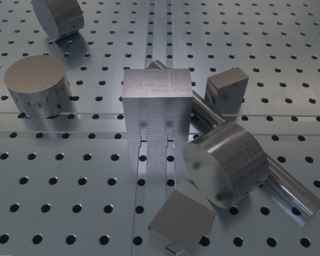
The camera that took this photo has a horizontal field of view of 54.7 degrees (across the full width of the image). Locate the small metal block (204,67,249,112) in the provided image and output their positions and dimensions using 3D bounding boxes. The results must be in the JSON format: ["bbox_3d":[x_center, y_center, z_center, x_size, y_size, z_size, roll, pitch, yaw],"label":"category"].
[{"bbox_3d":[0.092,-0.052,0.436,0.050,0.050,0.025,-21,53,-17],"label":"small metal block"}]

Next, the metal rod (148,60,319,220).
[{"bbox_3d":[0.080,-0.003,0.410,0.025,0.025,0.300,-29,56,-22],"label":"metal rod"}]

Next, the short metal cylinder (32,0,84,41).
[{"bbox_3d":[-0.177,-0.199,0.538,0.050,0.080,0.080,-36,59,-26],"label":"short metal cylinder"}]

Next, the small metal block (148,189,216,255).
[{"bbox_3d":[0.023,0.101,0.323,0.050,0.025,0.050,27,55,21],"label":"small metal block"}]

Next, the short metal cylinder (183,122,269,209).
[{"bbox_3d":[0.070,0.040,0.339,0.050,0.080,0.080,-29,56,-22],"label":"short metal cylinder"}]

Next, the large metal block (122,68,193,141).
[{"bbox_3d":[-0.003,-0.028,0.396,0.081,0.080,0.050,-1,50,-1],"label":"large metal block"}]

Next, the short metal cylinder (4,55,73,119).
[{"bbox_3d":[-0.170,-0.059,0.440,0.081,0.050,0.080,0,50,0],"label":"short metal cylinder"}]
